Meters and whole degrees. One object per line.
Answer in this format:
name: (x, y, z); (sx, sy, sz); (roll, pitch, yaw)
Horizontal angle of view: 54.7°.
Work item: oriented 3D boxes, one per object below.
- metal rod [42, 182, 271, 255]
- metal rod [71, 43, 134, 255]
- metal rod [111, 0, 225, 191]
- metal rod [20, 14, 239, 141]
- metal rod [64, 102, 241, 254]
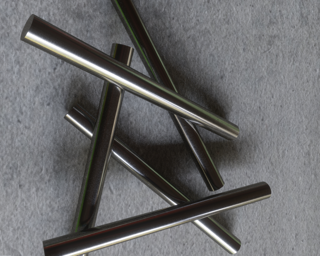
metal rod: (0.016, 0.110, 0.385); (0.303, 0.025, 0.025); (-9, 93, -24)
metal rod: (-0.075, 0.053, 0.360); (0.025, 0.025, 0.298); (12, 94, -20)
metal rod: (0.012, -0.047, 0.414); (0.025, 0.025, 0.299); (-31, 101, -18)
metal rod: (-0.005, -0.040, 0.358); (0.302, 0.025, 0.025); (23, 82, -38)
metal rod: (0.001, 0.075, 0.410); (0.300, 0.025, 0.025); (42, 77, -16)
